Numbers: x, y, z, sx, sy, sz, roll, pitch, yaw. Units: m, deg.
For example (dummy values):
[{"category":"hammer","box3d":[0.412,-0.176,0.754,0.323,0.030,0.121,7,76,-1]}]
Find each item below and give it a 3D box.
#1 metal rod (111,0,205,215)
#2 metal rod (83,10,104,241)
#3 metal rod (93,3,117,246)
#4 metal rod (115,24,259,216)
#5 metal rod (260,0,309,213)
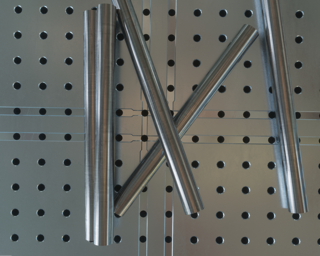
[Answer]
[{"category":"metal rod","box3d":[-0.006,-0.039,0.394,0.025,0.025,0.299,-19,83,0]},{"category":"metal rod","box3d":[-0.088,-0.003,0.412,0.025,0.025,0.298,-1,90,0]},{"category":"metal rod","box3d":[-0.070,-0.005,0.394,0.025,0.025,0.298,1,89,0]},{"category":"metal rod","box3d":[0.031,-0.010,0.413,0.025,0.025,0.300,37,90,0]},{"category":"metal rod","box3d":[0.165,-0.038,0.414,0.025,0.025,0.298,-8,90,0]}]
